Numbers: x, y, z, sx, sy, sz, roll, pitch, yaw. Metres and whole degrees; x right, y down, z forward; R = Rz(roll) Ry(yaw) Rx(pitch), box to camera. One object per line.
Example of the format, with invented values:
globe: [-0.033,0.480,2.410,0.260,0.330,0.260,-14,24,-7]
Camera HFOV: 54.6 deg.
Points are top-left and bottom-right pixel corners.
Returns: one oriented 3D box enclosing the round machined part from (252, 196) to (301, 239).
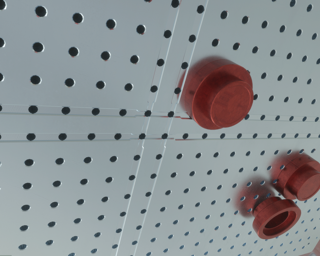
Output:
round machined part: [0.231,0.177,0.629,0.099,0.042,0.097,-12,129,-15]

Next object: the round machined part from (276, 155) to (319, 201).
round machined part: [0.286,0.107,0.621,0.099,0.042,0.097,-14,124,-21]

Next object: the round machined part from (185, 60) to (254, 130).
round machined part: [0.087,-0.039,0.423,0.099,0.042,0.097,-14,124,-21]
